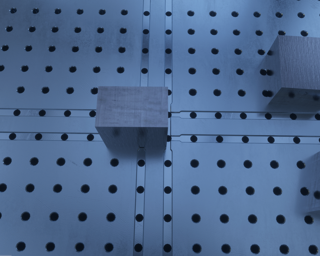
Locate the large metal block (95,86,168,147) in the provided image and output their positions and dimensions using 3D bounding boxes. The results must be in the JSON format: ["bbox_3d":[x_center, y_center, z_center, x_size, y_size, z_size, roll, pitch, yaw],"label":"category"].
[{"bbox_3d":[-0.031,-0.011,0.386,0.081,0.080,0.050,0,70,0],"label":"large metal block"}]

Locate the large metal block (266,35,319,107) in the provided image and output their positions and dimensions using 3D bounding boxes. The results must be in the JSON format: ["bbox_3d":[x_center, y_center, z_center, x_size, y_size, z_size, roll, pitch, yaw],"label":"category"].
[{"bbox_3d":[0.197,-0.078,0.429,0.081,0.050,0.080,4,70,1],"label":"large metal block"}]

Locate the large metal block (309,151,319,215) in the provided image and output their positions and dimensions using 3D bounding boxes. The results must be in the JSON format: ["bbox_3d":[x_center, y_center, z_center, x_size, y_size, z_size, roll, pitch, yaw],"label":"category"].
[{"bbox_3d":[0.238,0.072,0.375,0.080,0.050,0.080,15,71,5],"label":"large metal block"}]
